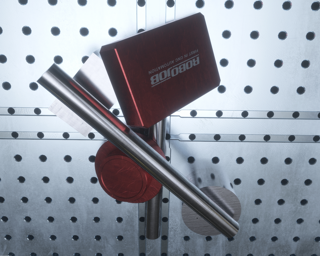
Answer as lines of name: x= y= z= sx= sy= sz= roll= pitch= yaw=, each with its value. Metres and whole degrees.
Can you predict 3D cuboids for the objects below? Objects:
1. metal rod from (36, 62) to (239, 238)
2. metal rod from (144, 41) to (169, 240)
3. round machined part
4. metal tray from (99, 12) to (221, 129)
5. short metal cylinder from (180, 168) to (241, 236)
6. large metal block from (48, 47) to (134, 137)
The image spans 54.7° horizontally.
metal rod: x=-0.007 y=0.040 z=0.353 sx=0.025 sy=0.025 sz=0.300 roll=-42 pitch=113 yaw=13
metal rod: x=-0.005 y=0.023 z=0.421 sx=0.025 sy=0.025 sz=0.298 roll=2 pitch=110 yaw=-1
round machined part: x=-0.042 y=0.058 z=0.408 sx=0.098 sy=0.042 sz=0.097 roll=6 pitch=111 yaw=16
metal tray: x=0.008 y=-0.067 z=0.344 sx=0.131 sy=0.030 sz=0.090 roll=-32 pitch=113 yaw=-34
short metal cylinder: x=0.069 y=0.104 z=0.440 sx=0.081 sy=0.050 sz=0.079 roll=0 pitch=110 yaw=-1
large metal block: x=-0.076 y=-0.047 z=0.367 sx=0.050 sy=0.080 sz=0.080 roll=40 pitch=105 yaw=-14
